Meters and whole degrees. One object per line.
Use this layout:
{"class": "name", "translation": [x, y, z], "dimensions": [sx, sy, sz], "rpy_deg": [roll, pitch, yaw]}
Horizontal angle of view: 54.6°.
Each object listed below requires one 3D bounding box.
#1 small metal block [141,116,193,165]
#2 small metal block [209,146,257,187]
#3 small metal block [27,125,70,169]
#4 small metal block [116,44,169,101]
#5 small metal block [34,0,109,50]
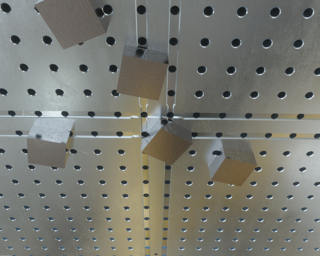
{"class": "small metal block", "translation": [0.009, 0.019, 0.427], "dimensions": [0.050, 0.025, 0.050], "rpy_deg": [25, 126, -20]}
{"class": "small metal block", "translation": [0.107, 0.057, 0.461], "dimensions": [0.050, 0.025, 0.050], "rpy_deg": [14, 129, -12]}
{"class": "small metal block", "translation": [-0.155, 0.027, 0.433], "dimensions": [0.050, 0.025, 0.050], "rpy_deg": [10, 130, -9]}
{"class": "small metal block", "translation": [-0.021, -0.063, 0.358], "dimensions": [0.050, 0.025, 0.050], "rpy_deg": [10, 130, -9]}
{"class": "small metal block", "translation": [-0.087, -0.115, 0.313], "dimensions": [0.050, 0.025, 0.050], "rpy_deg": [-17, 128, 14]}
